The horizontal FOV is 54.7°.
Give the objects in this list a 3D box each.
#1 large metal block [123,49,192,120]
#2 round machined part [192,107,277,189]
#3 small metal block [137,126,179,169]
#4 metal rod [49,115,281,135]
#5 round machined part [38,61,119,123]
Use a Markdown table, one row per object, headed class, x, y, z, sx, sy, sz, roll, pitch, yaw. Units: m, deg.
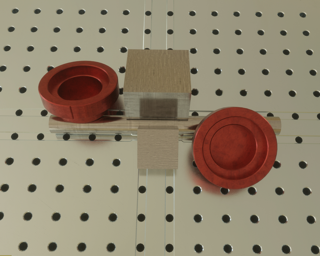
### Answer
| class | x | y | z | sx | sy | sz | roll | pitch | yaw |
| --- | --- | --- | --- | --- | --- | --- | --- | --- | --- |
| large metal block | -0.003 | -0.058 | 0.407 | 0.081 | 0.050 | 0.080 | 1 | 52 | 0 |
| round machined part | 0.088 | 0.022 | 0.382 | 0.099 | 0.042 | 0.097 | 0 | 95 | 0 |
| small metal block | -0.003 | 0.024 | 0.392 | 0.050 | 0.025 | 0.050 | 1 | 99 | 0 |
| metal rod | 0.007 | -0.004 | 0.414 | 0.302 | 0.025 | 0.025 | 1 | 70 | 0 |
| round machined part | -0.102 | -0.044 | 0.404 | 0.099 | 0.042 | 0.098 | 0 | 44 | 0 |
